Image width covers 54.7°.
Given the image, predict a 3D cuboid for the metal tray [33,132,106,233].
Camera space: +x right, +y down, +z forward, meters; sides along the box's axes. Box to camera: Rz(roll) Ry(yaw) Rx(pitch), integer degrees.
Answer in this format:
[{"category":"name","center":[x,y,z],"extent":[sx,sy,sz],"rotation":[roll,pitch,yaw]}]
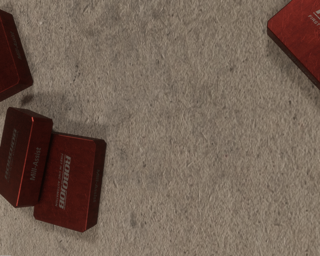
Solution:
[{"category":"metal tray","center":[-0.132,0.075,0.451],"extent":[0.090,0.030,0.129],"rotation":[8,93,19]}]

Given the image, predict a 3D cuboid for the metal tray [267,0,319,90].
[{"category":"metal tray","center":[0.194,-0.095,0.338],"extent":[0.090,0.030,0.130],"rotation":[-41,78,15]}]

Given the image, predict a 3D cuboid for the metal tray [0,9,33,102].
[{"category":"metal tray","center":[-0.265,-0.113,0.498],"extent":[0.090,0.030,0.129],"rotation":[-22,83,18]}]

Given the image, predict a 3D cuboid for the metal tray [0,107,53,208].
[{"category":"metal tray","center":[-0.205,0.040,0.459],"extent":[0.090,0.030,0.129],"rotation":[17,96,42]}]
